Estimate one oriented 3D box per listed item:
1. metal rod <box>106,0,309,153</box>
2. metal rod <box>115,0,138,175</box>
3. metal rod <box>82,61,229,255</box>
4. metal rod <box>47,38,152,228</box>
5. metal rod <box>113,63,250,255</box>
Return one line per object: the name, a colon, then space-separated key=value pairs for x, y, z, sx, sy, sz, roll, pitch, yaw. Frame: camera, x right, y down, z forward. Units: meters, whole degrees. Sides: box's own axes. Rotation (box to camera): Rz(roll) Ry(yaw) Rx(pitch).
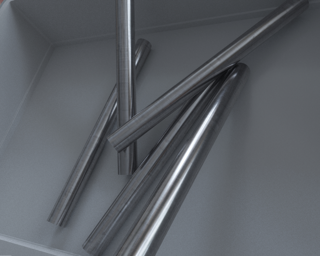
metal rod: x=0.063 y=-0.071 z=0.383 sx=0.301 sy=0.025 sz=0.025 roll=-38 pitch=51 yaw=-6
metal rod: x=-0.044 y=-0.090 z=0.403 sx=0.025 sy=0.025 sz=0.298 roll=-3 pitch=85 yaw=26
metal rod: x=0.006 y=0.023 z=0.386 sx=0.025 sy=0.025 sz=0.300 roll=27 pitch=76 yaw=37
metal rod: x=-0.079 y=-0.006 z=0.449 sx=0.025 sy=0.025 sz=0.300 roll=10 pitch=66 yaw=32
metal rod: x=0.037 y=0.016 z=0.296 sx=0.025 sy=0.025 sz=0.301 roll=5 pitch=39 yaw=30
